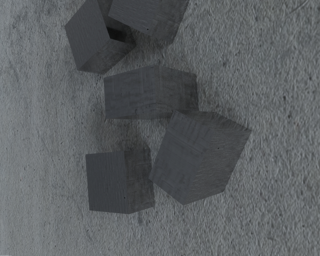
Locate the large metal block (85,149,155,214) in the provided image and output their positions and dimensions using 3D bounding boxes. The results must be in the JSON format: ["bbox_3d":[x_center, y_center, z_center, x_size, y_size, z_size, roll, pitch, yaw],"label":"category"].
[{"bbox_3d":[-0.057,0.073,0.436,0.080,0.050,0.080,-8,85,39],"label":"large metal block"}]

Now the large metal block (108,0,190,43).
[{"bbox_3d":[-0.012,-0.165,0.398,0.080,0.050,0.079,36,112,34],"label":"large metal block"}]

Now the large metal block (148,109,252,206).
[{"bbox_3d":[0.044,0.028,0.333,0.050,0.081,0.079,32,110,35],"label":"large metal block"}]

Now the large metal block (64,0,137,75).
[{"bbox_3d":[-0.091,-0.138,0.464,0.080,0.050,0.080,-32,71,35],"label":"large metal block"}]

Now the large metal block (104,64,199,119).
[{"bbox_3d":[-0.010,-0.039,0.377,0.080,0.081,0.050,-6,87,40],"label":"large metal block"}]
